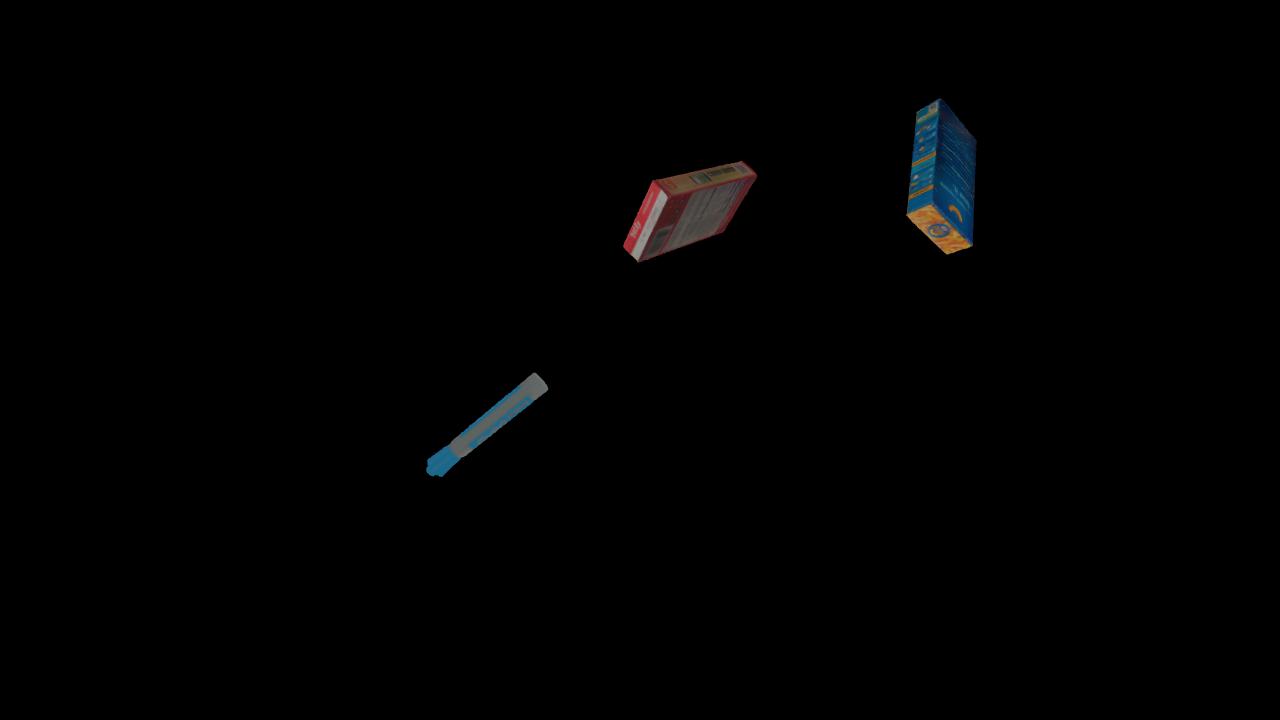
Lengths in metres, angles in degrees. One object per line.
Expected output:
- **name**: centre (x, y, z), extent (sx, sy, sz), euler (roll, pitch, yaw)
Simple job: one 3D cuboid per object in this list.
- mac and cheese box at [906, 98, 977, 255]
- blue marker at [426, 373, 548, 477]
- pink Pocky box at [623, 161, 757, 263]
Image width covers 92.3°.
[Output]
- **mac and cheese box**: centre (0.388, -0.235, 0.785), extent (0.093, 0.184, 0.041), euler (32, -30, -27)
- **blue marker**: centre (-0.128, 0.055, 0.510), extent (0.121, 0.020, 0.020), euler (-39, -1, 1)
- **pink Pocky box**: centre (0.055, -0.158, 0.645), extent (0.155, 0.029, 0.084), euler (-27, -23, -42)
